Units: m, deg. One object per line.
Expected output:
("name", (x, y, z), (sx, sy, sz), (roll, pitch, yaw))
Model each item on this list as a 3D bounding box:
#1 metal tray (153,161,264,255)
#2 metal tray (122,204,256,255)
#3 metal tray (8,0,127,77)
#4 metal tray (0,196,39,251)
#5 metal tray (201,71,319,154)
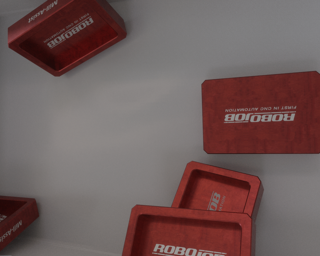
("metal tray", (0.055, 0.109, 0.350), (0.090, 0.030, 0.130), (11, 66, 29))
("metal tray", (0.027, 0.130, 0.313), (0.130, 0.030, 0.090), (-2, 61, 24))
("metal tray", (-0.123, -0.128, 0.416), (0.130, 0.090, 0.030), (-25, 61, 18))
("metal tray", (-0.250, 0.143, 0.438), (0.090, 0.130, 0.030), (1, 108, 16))
("metal tray", (0.118, -0.015, 0.366), (0.130, 0.030, 0.089), (-2, 89, 20))
